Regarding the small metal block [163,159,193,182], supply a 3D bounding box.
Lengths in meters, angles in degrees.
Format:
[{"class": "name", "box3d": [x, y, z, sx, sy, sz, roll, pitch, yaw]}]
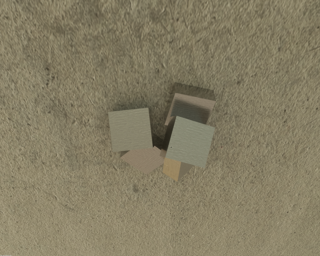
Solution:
[{"class": "small metal block", "box3d": [0.031, 0.036, 0.421, 0.025, 0.050, 0.050, 30, 135, 25]}]

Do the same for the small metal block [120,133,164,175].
[{"class": "small metal block", "box3d": [-0.020, 0.033, 0.437, 0.050, 0.025, 0.050, -37, 121, 27]}]

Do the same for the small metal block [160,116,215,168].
[{"class": "small metal block", "box3d": [0.033, 0.017, 0.373, 0.050, 0.025, 0.050, 17, 85, -14]}]

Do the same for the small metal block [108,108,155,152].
[{"class": "small metal block", "box3d": [-0.035, 0.002, 0.393, 0.050, 0.025, 0.050, -6, 92, 4]}]

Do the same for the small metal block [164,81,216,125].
[{"class": "small metal block", "box3d": [0.036, -0.026, 0.388, 0.050, 0.025, 0.050, 11, 129, -10]}]

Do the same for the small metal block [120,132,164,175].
[{"class": "small metal block", "box3d": [-0.019, 0.033, 0.437, 0.050, 0.025, 0.050, -37, 122, 27]}]
